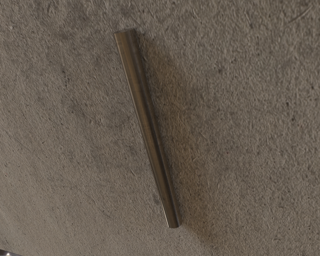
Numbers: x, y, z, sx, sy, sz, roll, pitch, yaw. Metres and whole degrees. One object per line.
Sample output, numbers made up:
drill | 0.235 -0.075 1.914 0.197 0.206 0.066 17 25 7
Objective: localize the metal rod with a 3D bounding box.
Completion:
metal rod | -0.010 0.018 0.423 0.025 0.025 0.298 0 119 28
